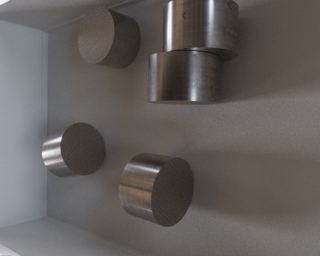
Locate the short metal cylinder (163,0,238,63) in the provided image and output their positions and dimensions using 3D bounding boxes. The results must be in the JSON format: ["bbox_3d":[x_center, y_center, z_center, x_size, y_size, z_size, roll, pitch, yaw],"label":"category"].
[{"bbox_3d":[0.043,-0.102,0.335,0.080,0.081,0.050,1,91,40],"label":"short metal cylinder"}]

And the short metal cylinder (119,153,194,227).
[{"bbox_3d":[-0.003,0.072,0.373,0.050,0.081,0.079,5,93,40],"label":"short metal cylinder"}]

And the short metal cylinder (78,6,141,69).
[{"bbox_3d":[-0.075,-0.130,0.452,0.080,0.050,0.080,0,90,40],"label":"short metal cylinder"}]

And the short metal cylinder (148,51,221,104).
[{"bbox_3d":[0.027,-0.053,0.349,0.080,0.081,0.050,2,92,40],"label":"short metal cylinder"}]

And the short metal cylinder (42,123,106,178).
[{"bbox_3d":[-0.132,0.035,0.481,0.050,0.081,0.080,-14,81,39],"label":"short metal cylinder"}]
